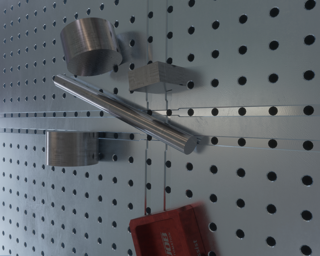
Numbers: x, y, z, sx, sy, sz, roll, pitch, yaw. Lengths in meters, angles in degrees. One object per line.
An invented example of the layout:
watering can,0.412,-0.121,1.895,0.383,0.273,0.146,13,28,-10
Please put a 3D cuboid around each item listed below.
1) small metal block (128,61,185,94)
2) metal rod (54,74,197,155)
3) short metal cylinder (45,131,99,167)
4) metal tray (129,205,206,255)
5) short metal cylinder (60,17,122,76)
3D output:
small metal block,-0.004,-0.063,0.397,0.050,0.050,0.025,-10,84,39
metal rod,-0.071,-0.032,0.467,0.300,0.025,0.025,26,107,37
short metal cylinder,-0.137,0.030,0.487,0.080,0.081,0.050,2,91,40
metal tray,0.015,0.172,0.393,0.090,0.030,0.129,-25,74,37
short metal cylinder,-0.101,-0.117,0.457,0.080,0.081,0.050,-26,74,37
